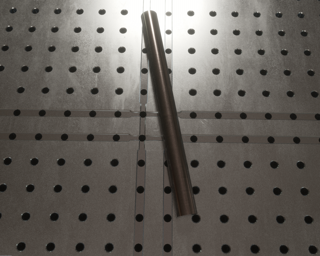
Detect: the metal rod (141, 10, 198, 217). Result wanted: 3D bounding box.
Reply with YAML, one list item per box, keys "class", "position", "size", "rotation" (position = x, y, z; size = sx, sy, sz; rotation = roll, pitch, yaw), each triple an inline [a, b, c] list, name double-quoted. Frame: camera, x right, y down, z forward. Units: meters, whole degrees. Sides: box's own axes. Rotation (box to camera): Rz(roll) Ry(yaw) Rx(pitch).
- class: "metal rod"
  position: [0.008, -0.033, 0.423]
  size: [0.025, 0.025, 0.299]
  rotation: [-9, 70, -4]
